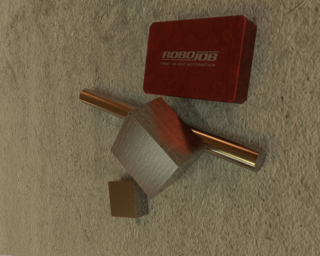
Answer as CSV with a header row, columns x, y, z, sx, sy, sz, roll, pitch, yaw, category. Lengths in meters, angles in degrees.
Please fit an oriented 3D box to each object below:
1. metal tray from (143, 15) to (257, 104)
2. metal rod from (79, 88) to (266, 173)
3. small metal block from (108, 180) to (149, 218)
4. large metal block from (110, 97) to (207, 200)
x,y,z,sx,sy,sz,roll,pitch,yaw,category
0.041,-0.080,0.366,0.130,0.030,0.089,11,97,39,metal tray
-0.008,-0.009,0.409,0.300,0.025,0.025,21,103,37,metal rod
-0.045,0.099,0.440,0.050,0.025,0.050,-10,84,39,small metal block
-0.005,0.024,0.366,0.080,0.050,0.080,48,139,15,large metal block
